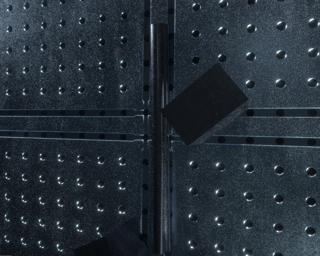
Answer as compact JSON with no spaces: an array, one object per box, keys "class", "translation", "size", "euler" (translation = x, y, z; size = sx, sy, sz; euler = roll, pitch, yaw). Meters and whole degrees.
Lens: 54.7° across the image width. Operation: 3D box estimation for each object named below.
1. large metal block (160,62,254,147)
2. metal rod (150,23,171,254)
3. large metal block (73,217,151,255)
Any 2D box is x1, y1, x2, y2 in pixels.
[{"class":"large metal block","translation":[0.058,-0.024,0.363],"size":[0.080,0.080,0.050],"euler":[-40,78,16]},{"class":"metal rod","translation":[0.000,0.014,0.412],"size":[0.025,0.025,0.298],"euler":[-1,90,20]},{"class":"large metal block","translation":[-0.055,0.174,0.403],"size":[0.050,0.080,0.080],"euler":[-28,81,18]}]
